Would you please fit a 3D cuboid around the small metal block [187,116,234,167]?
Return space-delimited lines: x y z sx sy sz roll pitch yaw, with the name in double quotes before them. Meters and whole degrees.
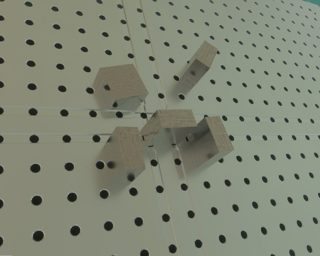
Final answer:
"small metal block" 0.066 0.018 0.416 0.025 0.050 0.050 -5 65 -31

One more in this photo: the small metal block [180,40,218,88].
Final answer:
"small metal block" 0.061 -0.100 0.485 0.025 0.050 0.050 32 52 -8

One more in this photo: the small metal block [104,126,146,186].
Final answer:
"small metal block" -0.041 0.032 0.350 0.025 0.050 0.050 2 61 -27

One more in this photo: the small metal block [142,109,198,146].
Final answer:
"small metal block" 0.011 0.000 0.398 0.050 0.050 0.025 -3 63 -29

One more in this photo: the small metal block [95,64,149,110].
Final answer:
"small metal block" -0.051 -0.056 0.414 0.050 0.025 0.050 -16 70 -34
